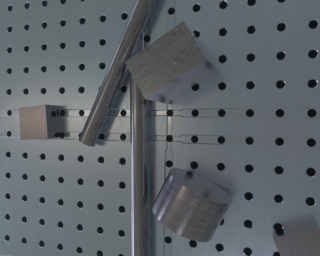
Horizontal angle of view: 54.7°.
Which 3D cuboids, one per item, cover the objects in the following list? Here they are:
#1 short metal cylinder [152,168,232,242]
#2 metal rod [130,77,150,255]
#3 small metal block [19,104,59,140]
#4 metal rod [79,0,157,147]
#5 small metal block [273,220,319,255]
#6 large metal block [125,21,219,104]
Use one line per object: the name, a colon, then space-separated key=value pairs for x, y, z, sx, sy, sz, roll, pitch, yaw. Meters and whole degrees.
short metal cylinder: x=0.038 y=0.089 z=0.370 sx=0.080 sy=0.080 sz=0.050 roll=28 pitch=99 yaw=18
metal rod: x=-0.027 y=0.082 z=0.422 sx=0.025 sy=0.025 sz=0.298 roll=-1 pitch=90 yaw=20
small metal block: x=-0.187 y=-0.008 z=0.479 sx=0.050 sy=0.025 sz=0.050 roll=-5 pitch=88 yaw=19
metal rod: x=-0.045 y=-0.113 z=0.428 sx=0.025 sy=0.025 sz=0.298 roll=27 pitch=99 yaw=18
small metal block: x=0.164 y=0.140 z=0.355 sx=0.050 sy=0.025 sz=0.050 roll=-24 pitch=82 yaw=18
large metal block: x=0.018 y=-0.074 z=0.377 sx=0.080 sy=0.080 sz=0.050 roll=-31 pitch=80 yaw=17
